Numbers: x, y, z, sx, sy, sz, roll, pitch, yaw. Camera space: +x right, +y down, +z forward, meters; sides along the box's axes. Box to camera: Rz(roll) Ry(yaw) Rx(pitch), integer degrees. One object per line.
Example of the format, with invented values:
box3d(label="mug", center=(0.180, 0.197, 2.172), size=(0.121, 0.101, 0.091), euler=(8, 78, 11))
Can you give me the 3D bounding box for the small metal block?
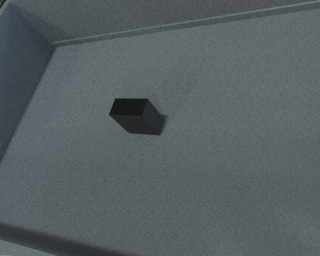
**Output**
box3d(label="small metal block", center=(-0.030, -0.015, 0.409), size=(0.050, 0.050, 0.025), euler=(3, 63, 29))
